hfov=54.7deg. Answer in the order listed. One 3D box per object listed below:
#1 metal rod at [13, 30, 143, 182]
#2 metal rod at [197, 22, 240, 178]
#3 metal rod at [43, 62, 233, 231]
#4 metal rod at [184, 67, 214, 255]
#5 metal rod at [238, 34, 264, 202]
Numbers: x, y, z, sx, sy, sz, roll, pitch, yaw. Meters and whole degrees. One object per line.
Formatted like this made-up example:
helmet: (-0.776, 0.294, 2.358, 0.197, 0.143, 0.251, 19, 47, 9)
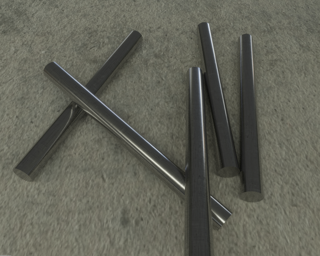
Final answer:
metal rod: (-0.100, -0.052, 0.445, 0.025, 0.025, 0.301, 18, 52, 14)
metal rod: (0.079, -0.063, 0.457, 0.025, 0.025, 0.300, 0, 50, -1)
metal rod: (-0.041, 0.009, 0.374, 0.300, 0.025, 0.025, 39, 60, 20)
metal rod: (0.042, 0.016, 0.362, 0.025, 0.025, 0.300, 3, 41, 2)
metal rod: (0.124, -0.038, 0.436, 0.025, 0.025, 0.300, 7, 50, 5)
